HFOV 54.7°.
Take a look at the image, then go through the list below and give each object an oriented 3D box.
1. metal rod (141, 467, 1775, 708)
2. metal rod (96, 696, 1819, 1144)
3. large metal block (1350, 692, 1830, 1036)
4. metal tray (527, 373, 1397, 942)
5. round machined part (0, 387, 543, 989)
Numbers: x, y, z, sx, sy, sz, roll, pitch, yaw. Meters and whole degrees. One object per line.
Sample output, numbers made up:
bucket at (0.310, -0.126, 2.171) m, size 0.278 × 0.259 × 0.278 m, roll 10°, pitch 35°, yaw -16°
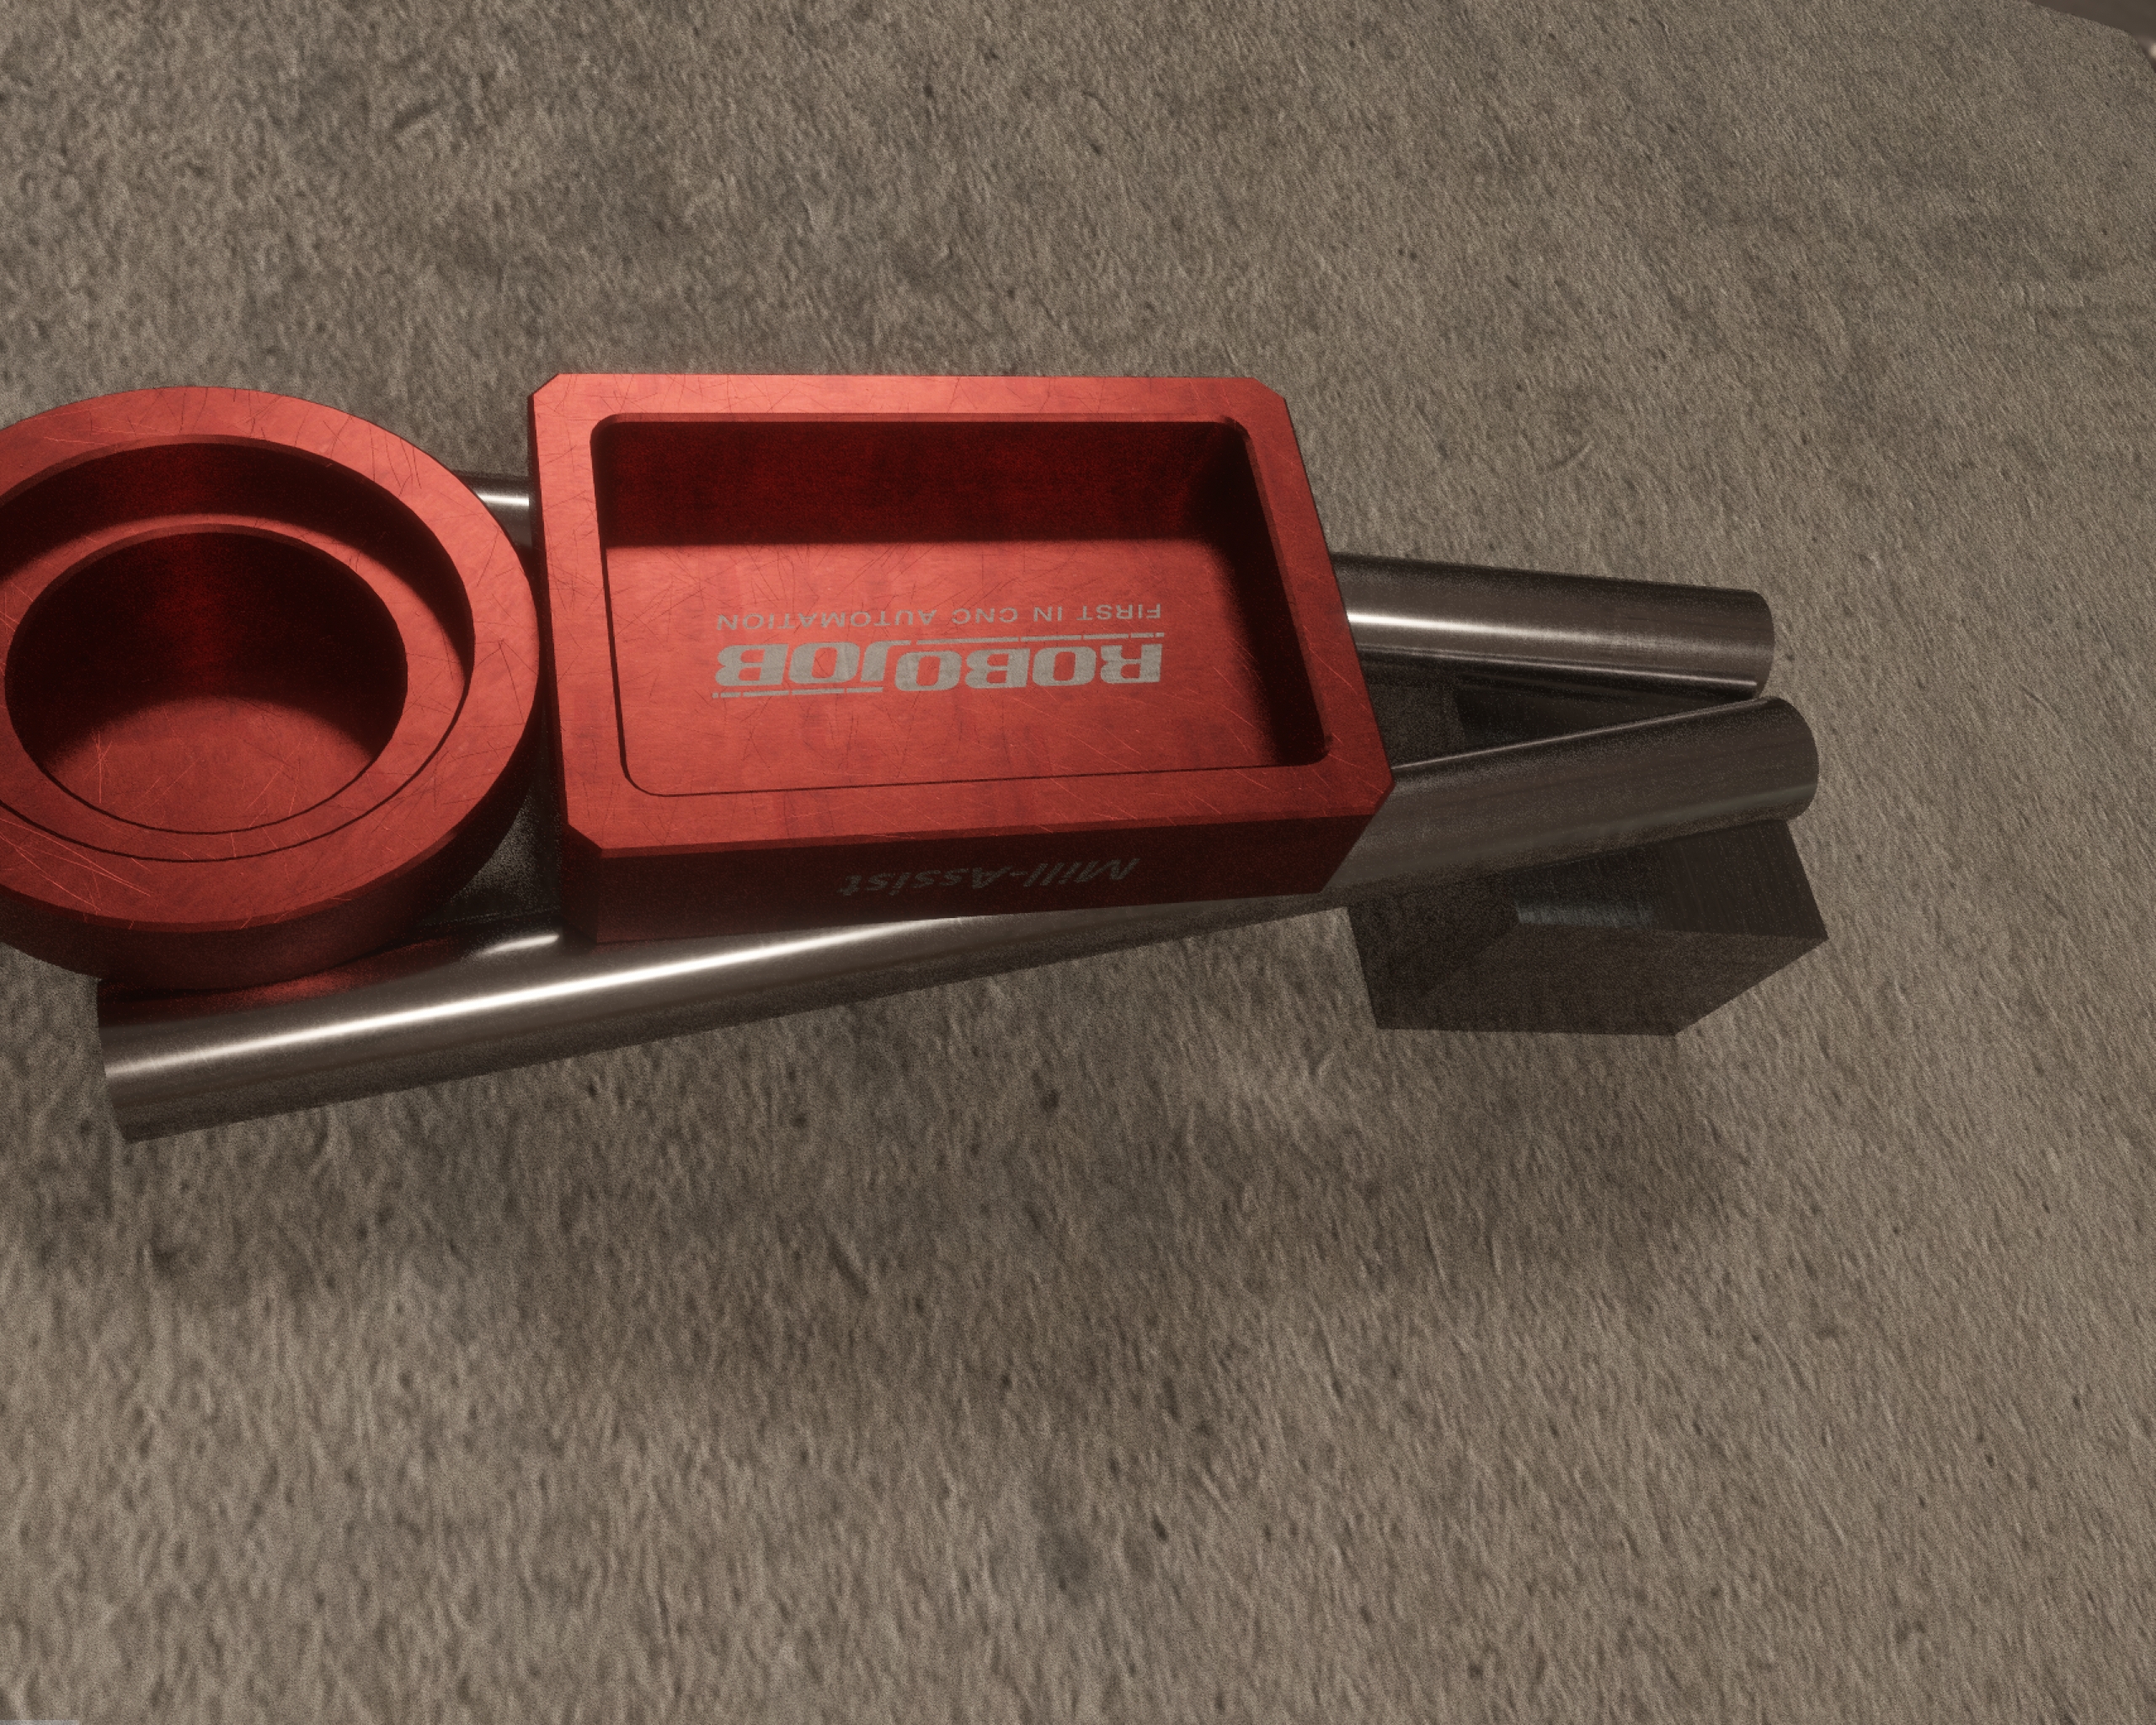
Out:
metal rod at (-0.013, -0.051, 0.389) m, size 0.302 × 0.025 × 0.025 m, roll 3°, pitch 60°, yaw -12°
metal rod at (-0.003, 0.005, 0.361) m, size 0.303 × 0.025 × 0.025 m, roll -10°, pitch 67°, yaw -19°
large metal block at (0.103, -0.010, 0.451) m, size 0.081 × 0.050 × 0.080 m, roll 4°, pitch 60°, yaw -27°
metal tray at (-0.022, -0.037, 0.348) m, size 0.131 × 0.030 × 0.090 m, roll -3°, pitch 63°, yaw -16°
round machined part at (-0.136, -0.024, 0.329) m, size 0.099 × 0.042 × 0.098 m, roll 7°, pitch 60°, yaw -13°
